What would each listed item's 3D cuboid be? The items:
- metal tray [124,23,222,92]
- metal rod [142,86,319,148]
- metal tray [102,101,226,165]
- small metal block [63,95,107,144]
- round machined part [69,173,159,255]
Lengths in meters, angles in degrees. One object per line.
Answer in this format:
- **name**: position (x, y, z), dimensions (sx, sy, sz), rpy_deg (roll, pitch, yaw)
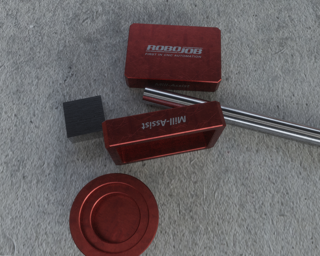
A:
- **metal tray**: position (0.019, -0.101, 0.443), dimensions (0.131, 0.030, 0.090), rpy_deg (3, 70, 0)
- **metal rod**: position (0.125, -0.009, 0.412), dimensions (0.302, 0.025, 0.025), rpy_deg (14, 71, 5)
- **metal tray**: position (0.004, 0.009, 0.370), dimensions (0.131, 0.090, 0.030), rpy_deg (-10, 71, -4)
- **small metal block**: position (-0.098, -0.011, 0.411), dimensions (0.050, 0.025, 0.050), rpy_deg (-12, 71, -5)
- **round machined part**: position (-0.051, 0.105, 0.360), dimensions (0.099, 0.042, 0.098), rpy_deg (0, 70, -1)
